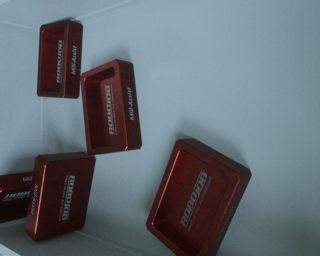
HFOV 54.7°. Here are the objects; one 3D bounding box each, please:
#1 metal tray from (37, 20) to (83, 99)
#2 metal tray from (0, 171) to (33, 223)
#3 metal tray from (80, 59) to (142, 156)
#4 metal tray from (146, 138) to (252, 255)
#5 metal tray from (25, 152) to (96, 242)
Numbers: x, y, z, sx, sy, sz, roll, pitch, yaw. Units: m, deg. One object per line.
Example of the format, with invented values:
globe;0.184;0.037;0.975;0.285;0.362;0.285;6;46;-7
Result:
metal tray;-0.180;-0.119;0.552;0.090;0.030;0.129;7;94;39
metal tray;-0.223;0.114;0.523;0.030;0.131;0.090;50;120;28
metal tray;-0.076;-0.028;0.466;0.090;0.030;0.129;-11;83;39
metal tray;0.041;0.088;0.369;0.090;0.030;0.129;30;109;36
metal tray;-0.157;0.106;0.494;0.030;0.091;0.129;20;103;38
